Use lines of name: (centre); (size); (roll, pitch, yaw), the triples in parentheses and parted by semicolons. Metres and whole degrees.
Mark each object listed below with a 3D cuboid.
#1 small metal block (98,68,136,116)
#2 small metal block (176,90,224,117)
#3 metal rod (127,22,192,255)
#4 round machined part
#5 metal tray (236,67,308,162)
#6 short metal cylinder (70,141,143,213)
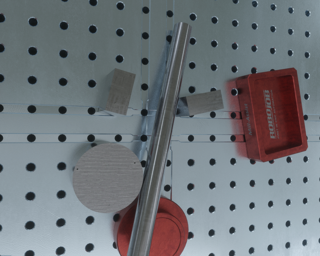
small metal block: (-0.054, -0.042, 0.379); (0.025, 0.050, 0.050); (14, 85, -20)
small metal block: (0.049, -0.033, 0.417); (0.050, 0.050, 0.025); (-13, 95, -20)
metal rod: (0.003, 0.005, 0.388); (0.025, 0.025, 0.299); (16, 75, -19)
round machined part: (-0.007, 0.139, 0.401); (0.099, 0.042, 0.097); (0, 90, -20)
metal tray: (0.172, -0.021, 0.472); (0.091, 0.030, 0.129); (-11, 94, -20)
short metal cylinder: (-0.066, 0.057, 0.375); (0.081, 0.050, 0.080); (0, 90, -20)
